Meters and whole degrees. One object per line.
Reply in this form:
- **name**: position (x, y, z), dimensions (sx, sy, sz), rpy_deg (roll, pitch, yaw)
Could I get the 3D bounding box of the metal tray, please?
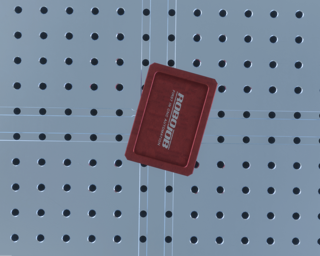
- **metal tray**: position (0.014, -0.011, 0.410), dimensions (0.090, 0.030, 0.129), rpy_deg (16, 90, 0)
